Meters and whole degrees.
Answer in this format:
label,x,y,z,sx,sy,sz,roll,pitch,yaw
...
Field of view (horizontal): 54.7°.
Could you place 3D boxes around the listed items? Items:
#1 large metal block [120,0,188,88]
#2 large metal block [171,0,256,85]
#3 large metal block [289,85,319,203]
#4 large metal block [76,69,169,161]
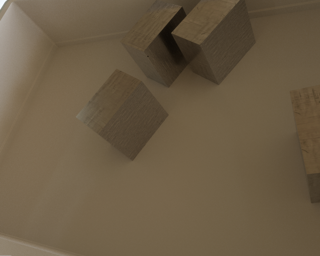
label,x,y,z,sx,sy,sz,roll,pitch,yaw
large metal block,0.004,-0.118,0.441,0.050,0.080,0.080,32,80,38
large metal block,0.073,-0.118,0.404,0.080,0.080,0.050,-49,51,-6
large metal block,0.154,0.015,0.280,0.050,0.080,0.080,-11,57,22
large metal block,-0.046,-0.016,0.404,0.050,0.080,0.080,31,79,38
